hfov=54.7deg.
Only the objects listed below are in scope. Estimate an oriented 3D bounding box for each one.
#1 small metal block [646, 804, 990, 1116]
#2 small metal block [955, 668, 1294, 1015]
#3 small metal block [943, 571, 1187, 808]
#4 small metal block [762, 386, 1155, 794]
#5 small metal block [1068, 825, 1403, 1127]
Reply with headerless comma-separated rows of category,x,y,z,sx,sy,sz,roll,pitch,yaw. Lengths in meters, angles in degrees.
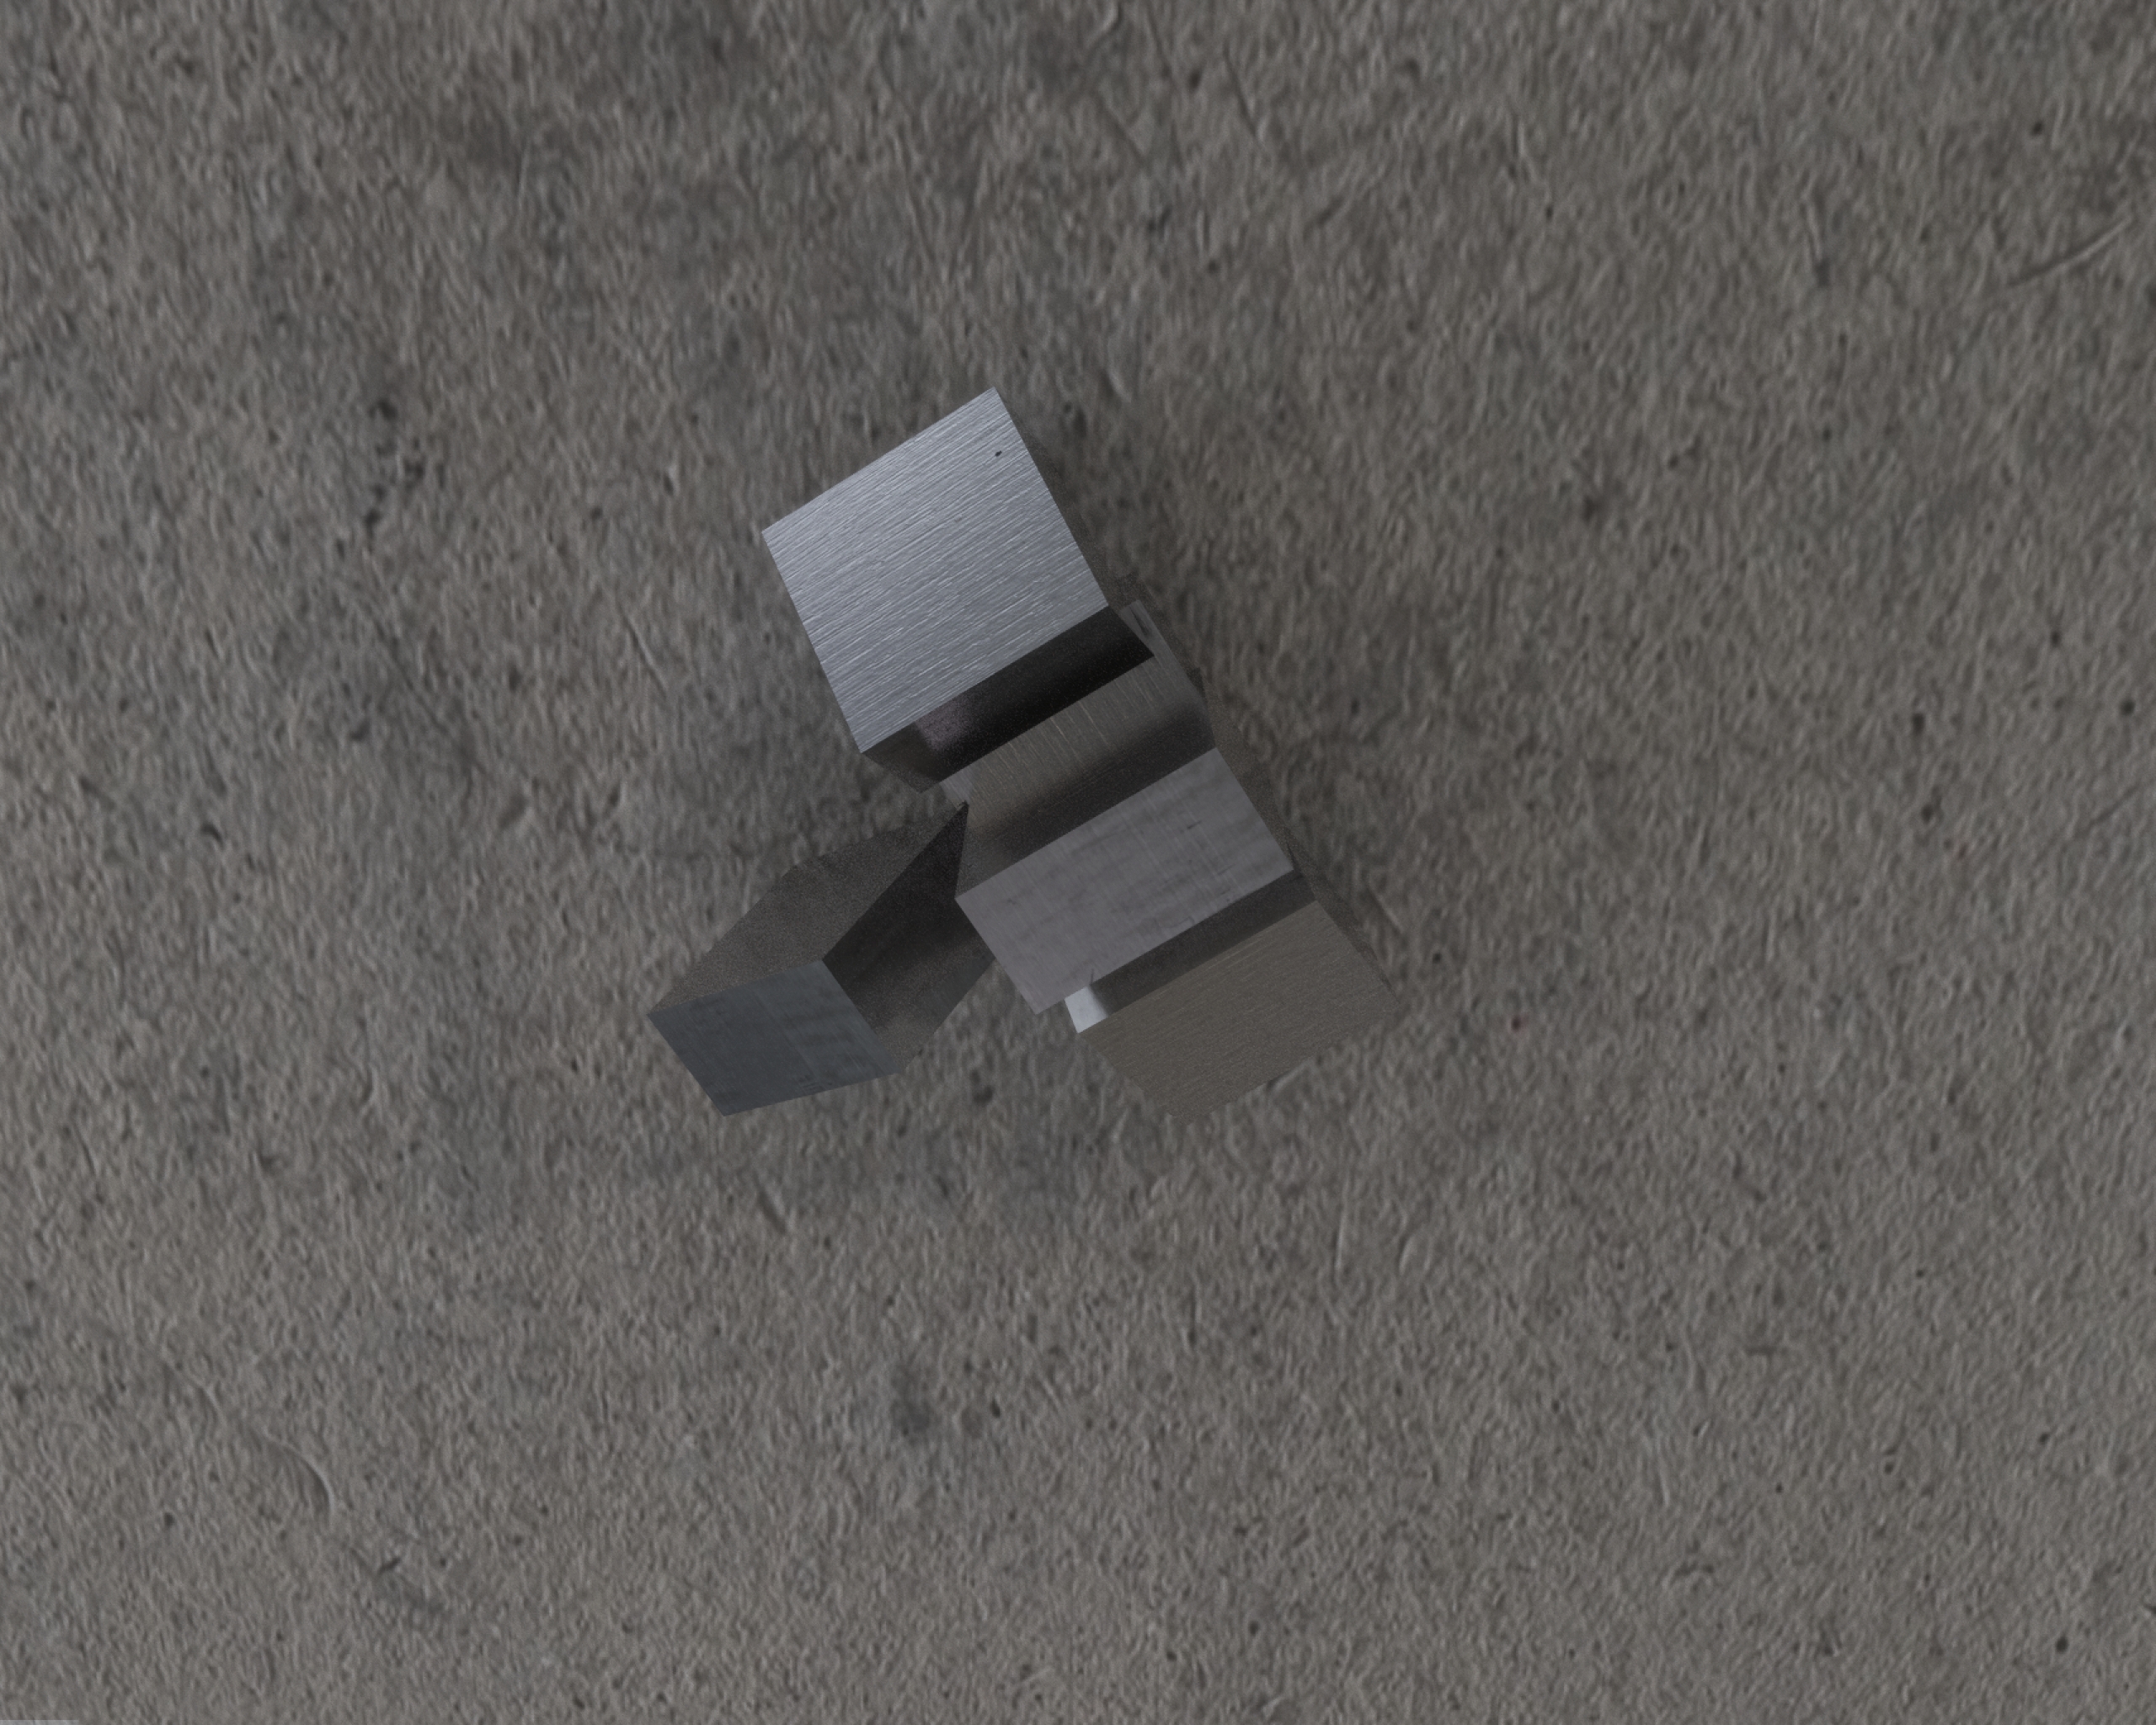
small metal block,-0.044,0.019,0.393,0.050,0.050,0.025,-18,113,40
small metal block,0.008,-0.005,0.368,0.050,0.050,0.025,-30,108,10
small metal block,0.003,-0.020,0.402,0.050,0.025,0.050,-30,108,10
small metal block,-0.022,-0.049,0.377,0.050,0.025,0.050,-30,67,10
small metal block,0.028,0.021,0.405,0.050,0.025,0.050,-30,143,10
